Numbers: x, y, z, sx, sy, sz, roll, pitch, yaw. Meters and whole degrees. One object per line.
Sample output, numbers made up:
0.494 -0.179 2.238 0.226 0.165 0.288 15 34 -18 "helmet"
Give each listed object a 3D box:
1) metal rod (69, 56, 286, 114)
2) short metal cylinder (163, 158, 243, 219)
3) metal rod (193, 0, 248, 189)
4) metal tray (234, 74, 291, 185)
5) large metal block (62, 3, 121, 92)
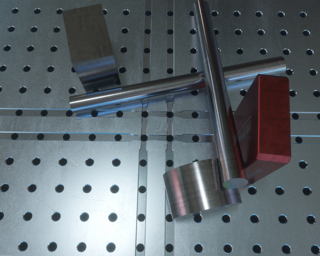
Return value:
0.028 -0.061 0.434 0.302 0.025 0.025 -11 71 -5 "metal rod"
0.048 0.071 0.357 0.081 0.080 0.050 -12 71 -4 "short metal cylinder"
0.069 -0.066 0.395 0.025 0.025 0.300 -2 54 -1 "metal rod"
0.108 0.009 0.353 0.030 0.130 0.090 6 70 2 "metal tray"
-0.090 -0.105 0.420 0.050 0.080 0.080 -14 71 -5 "large metal block"
